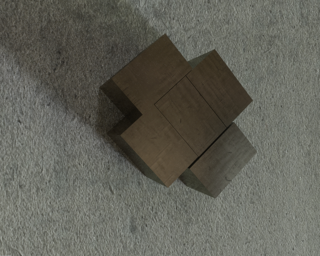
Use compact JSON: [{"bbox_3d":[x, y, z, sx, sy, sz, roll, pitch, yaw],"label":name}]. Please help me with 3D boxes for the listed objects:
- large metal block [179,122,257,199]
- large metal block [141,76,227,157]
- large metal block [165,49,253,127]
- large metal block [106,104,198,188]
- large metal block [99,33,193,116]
[{"bbox_3d":[0.064,0.038,0.406,0.080,0.080,0.050,-44,104,-15],"label":"large metal block"},{"bbox_3d":[0.023,-0.013,0.391,0.050,0.080,0.080,-44,104,-15],"label":"large metal block"},{"bbox_3d":[0.058,-0.047,0.404,0.050,0.080,0.080,-44,104,-15],"label":"large metal block"},{"bbox_3d":[-0.013,0.020,0.378,0.050,0.080,0.080,-44,104,-15],"label":"large metal block"},{"bbox_3d":[-0.020,-0.060,0.375,0.080,0.080,0.050,-44,104,-15],"label":"large metal block"}]
